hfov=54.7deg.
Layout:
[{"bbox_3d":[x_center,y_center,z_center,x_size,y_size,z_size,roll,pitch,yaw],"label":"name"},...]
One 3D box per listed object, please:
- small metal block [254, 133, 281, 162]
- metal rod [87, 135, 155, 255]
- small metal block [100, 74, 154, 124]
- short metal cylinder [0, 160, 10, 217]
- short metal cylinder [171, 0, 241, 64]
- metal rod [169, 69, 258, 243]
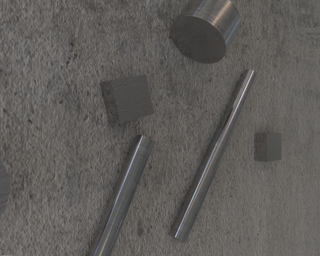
[{"bbox_3d":[0.200,0.035,0.572,0.050,0.025,0.050,-1,91,-40],"label":"small metal block"},{"bbox_3d":[-0.070,0.147,0.346,0.025,0.025,0.299,33,69,-35],"label":"metal rod"},{"bbox_3d":[-0.039,-0.035,0.372,0.050,0.025,0.050,-18,102,-39],"label":"small metal block"},{"bbox_3d":[-0.170,0.048,0.246,0.081,0.050,0.079,0,90,-40],"label":"short metal cylinder"},{"bbox_3d":[0.062,-0.134,0.420,0.080,0.080,0.050,46,63,-31],"label":"short metal cylinder"},{"bbox_3d":[0.090,0.030,0.480,0.025,0.025,0.300,43,64,-32],"label":"metal rod"}]
